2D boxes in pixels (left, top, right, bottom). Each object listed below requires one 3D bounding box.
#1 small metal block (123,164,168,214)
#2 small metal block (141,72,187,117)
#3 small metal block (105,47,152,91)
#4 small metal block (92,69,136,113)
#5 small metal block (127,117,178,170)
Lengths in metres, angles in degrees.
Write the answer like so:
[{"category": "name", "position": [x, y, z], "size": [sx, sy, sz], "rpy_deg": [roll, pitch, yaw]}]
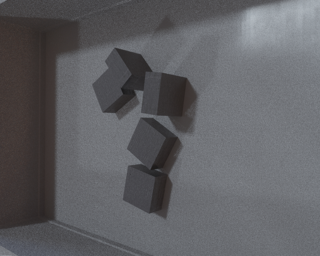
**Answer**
[{"category": "small metal block", "position": [-0.021, 0.081, 0.422], "size": [0.050, 0.025, 0.050], "rpy_deg": [16, 100, 38]}, {"category": "small metal block", "position": [0.006, -0.041, 0.384], "size": [0.025, 0.050, 0.050], "rpy_deg": [12, 97, 39]}, {"category": "small metal block", "position": [-0.039, -0.078, 0.420], "size": [0.025, 0.050, 0.050], "rpy_deg": [-47, 63, 30]}, {"category": "small metal block", "position": [-0.070, -0.057, 0.462], "size": [0.050, 0.025, 0.050], "rpy_deg": [-36, 68, 34]}, {"category": "small metal block", "position": [-0.011, 0.020, 0.414], "size": [0.050, 0.025, 0.050], "rpy_deg": [38, 113, 33]}]
